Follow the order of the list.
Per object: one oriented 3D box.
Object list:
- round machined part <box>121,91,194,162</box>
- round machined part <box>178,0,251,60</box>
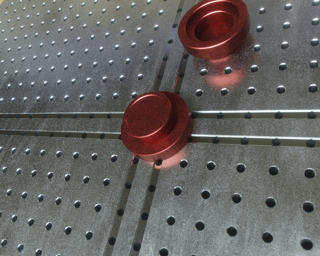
[{"bbox_3d":[-0.009,-0.009,0.406,0.098,0.042,0.098,-13,56,20],"label":"round machined part"},{"bbox_3d":[0.079,-0.137,0.439,0.098,0.042,0.098,-13,56,20],"label":"round machined part"}]
